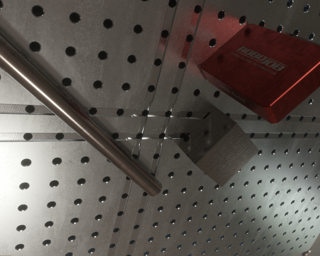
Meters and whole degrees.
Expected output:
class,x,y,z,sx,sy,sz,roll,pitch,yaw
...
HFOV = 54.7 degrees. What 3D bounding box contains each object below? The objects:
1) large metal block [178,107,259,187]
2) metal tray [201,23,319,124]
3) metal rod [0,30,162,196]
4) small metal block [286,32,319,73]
class,x,y,z,sx,sy,sz,roll,pitch,yaw
large metal block,0.089,0.030,0.464,0.080,0.050,0.080,-45,130,3
metal tray,0.120,-0.071,0.367,0.090,0.130,0.030,-41,130,-1
metal rod,-0.083,0.003,0.369,0.025,0.025,0.300,-41,130,-1
small metal block,0.200,-0.108,0.457,0.050,0.025,0.050,5,116,-31
